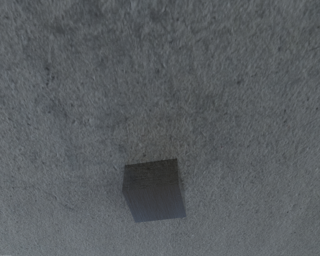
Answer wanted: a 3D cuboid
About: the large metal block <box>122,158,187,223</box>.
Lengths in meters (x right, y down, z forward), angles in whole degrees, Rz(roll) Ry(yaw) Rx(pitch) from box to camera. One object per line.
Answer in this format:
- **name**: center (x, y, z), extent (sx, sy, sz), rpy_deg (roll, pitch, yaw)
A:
- **large metal block**: center (-0.006, 0.097, 0.473), extent (0.080, 0.050, 0.080), rpy_deg (-8, 130, 6)
